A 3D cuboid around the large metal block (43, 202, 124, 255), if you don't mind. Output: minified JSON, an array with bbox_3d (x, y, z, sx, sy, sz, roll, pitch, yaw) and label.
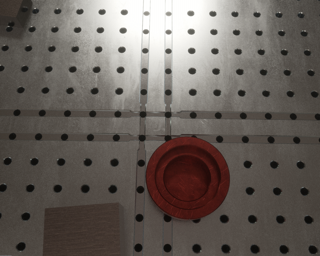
[{"bbox_3d":[-0.083,0.131,0.350,0.081,0.050,0.080,-4,70,-2],"label":"large metal block"}]

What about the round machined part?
[{"bbox_3d":[0.032,0.063,0.380,0.099,0.042,0.098,0,70,-1],"label":"round machined part"}]

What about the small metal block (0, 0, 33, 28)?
[{"bbox_3d":[-0.233,-0.185,0.477,0.050,0.025,0.050,9,70,2],"label":"small metal block"}]
